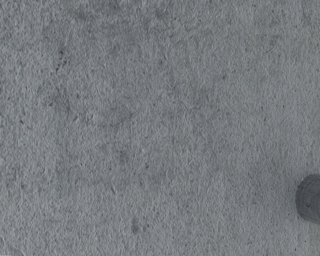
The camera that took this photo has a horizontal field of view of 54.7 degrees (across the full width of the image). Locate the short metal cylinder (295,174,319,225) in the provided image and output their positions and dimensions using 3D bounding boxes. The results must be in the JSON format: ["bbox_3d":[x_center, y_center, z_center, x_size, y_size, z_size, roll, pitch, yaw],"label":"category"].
[{"bbox_3d":[0.267,0.117,0.494,0.081,0.050,0.080,0,90,-20],"label":"short metal cylinder"}]
